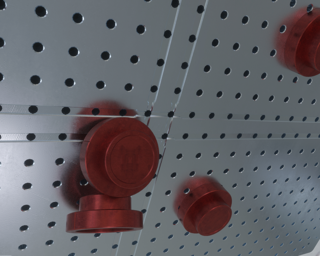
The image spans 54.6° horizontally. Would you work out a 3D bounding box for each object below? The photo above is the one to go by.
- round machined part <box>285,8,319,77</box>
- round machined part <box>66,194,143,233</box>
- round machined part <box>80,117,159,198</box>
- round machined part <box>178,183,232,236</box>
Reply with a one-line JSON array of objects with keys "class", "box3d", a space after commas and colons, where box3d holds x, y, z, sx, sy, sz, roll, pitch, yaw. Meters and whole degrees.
[{"class": "round machined part", "box3d": [0.236, -0.120, 0.454, 0.099, 0.042, 0.097, -14, 124, -21]}, {"class": "round machined part", "box3d": [-0.072, 0.113, 0.409, 0.099, 0.042, 0.098, -3, 158, -1]}, {"class": "round machined part", "box3d": [-0.042, 0.036, 0.373, 0.099, 0.042, 0.097, -1, 92, -32]}, {"class": "round machined part", "box3d": [0.084, 0.147, 0.536, 0.099, 0.042, 0.097, -14, 124, -21]}]
